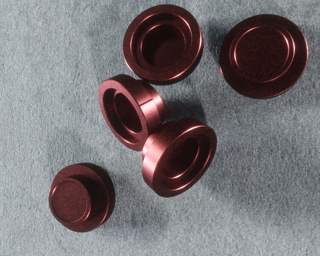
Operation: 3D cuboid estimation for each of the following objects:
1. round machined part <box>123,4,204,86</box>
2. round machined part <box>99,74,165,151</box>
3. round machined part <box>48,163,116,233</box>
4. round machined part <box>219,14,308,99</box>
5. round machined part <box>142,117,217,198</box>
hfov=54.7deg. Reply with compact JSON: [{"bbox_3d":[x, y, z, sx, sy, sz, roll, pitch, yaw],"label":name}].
[{"bbox_3d":[0.006,-0.101,0.392,0.098,0.042,0.097,-2,81,15],"label":"round machined part"},{"bbox_3d":[-0.032,-0.023,0.392,0.098,0.042,0.097,33,140,34],"label":"round machined part"},{"bbox_3d":[-0.117,0.100,0.440,0.098,0.042,0.097,0,90,19],"label":"round machined part"},{"bbox_3d":[0.118,-0.083,0.358,0.098,0.042,0.097,0,90,19],"label":"round machined part"},{"bbox_3d":[0.018,0.030,0.368,0.042,0.099,0.098,37,103,39],"label":"round machined part"}]
